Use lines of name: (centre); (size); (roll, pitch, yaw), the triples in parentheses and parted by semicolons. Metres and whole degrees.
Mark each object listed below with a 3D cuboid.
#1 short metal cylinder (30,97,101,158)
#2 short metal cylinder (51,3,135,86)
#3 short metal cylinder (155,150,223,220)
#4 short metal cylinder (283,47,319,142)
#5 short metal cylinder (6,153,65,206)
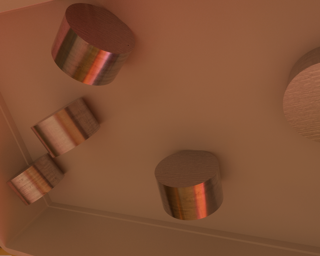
short metal cylinder: (-0.133, -0.002, 0.440); (0.080, 0.080, 0.050); (-20, 108, 35)
short metal cylinder: (-0.076, -0.095, 0.353); (0.080, 0.080, 0.050); (41, 129, 0)
short metal cylinder: (0.038, 0.071, 0.396); (0.080, 0.080, 0.050); (2, 119, 27)
short metal cylinder: (0.160, -0.032, 0.288); (0.080, 0.050, 0.079); (13, 124, 20)
short metal cylinder: (-0.215, 0.088, 0.538); (0.080, 0.080, 0.050); (-26, 104, 37)
